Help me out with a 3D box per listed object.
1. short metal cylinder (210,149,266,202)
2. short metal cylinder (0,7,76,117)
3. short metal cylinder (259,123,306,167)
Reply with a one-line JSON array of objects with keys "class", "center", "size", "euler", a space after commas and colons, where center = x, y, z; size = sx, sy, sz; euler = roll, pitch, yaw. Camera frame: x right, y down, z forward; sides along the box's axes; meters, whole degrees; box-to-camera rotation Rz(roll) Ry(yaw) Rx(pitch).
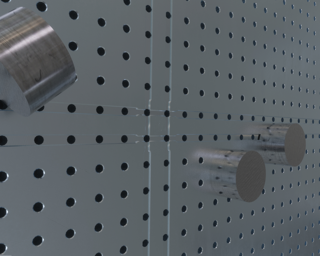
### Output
[{"class": "short metal cylinder", "center": [0.126, 0.075, 0.498], "size": [0.081, 0.050, 0.079], "euler": [0, 90, -40]}, {"class": "short metal cylinder", "center": [-0.122, -0.056, 0.271], "size": [0.050, 0.080, 0.080], "euler": [-46, 118, -30]}, {"class": "short metal cylinder", "center": [0.233, 0.031, 0.588], "size": [0.081, 0.050, 0.079], "euler": [0, 90, -40]}]
